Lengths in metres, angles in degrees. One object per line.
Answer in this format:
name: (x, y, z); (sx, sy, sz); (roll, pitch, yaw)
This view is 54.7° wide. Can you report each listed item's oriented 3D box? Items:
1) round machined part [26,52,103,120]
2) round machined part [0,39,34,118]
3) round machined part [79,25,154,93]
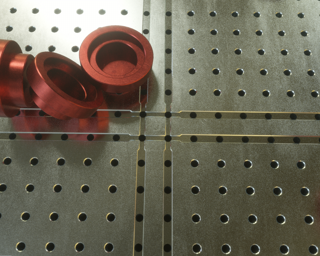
round machined part: (-0.126, -0.048, 0.400); (0.042, 0.099, 0.098); (-43, 73, 23)
round machined part: (-0.186, -0.061, 0.394); (0.042, 0.098, 0.098); (4, 70, -7)
round machined part: (-0.060, -0.091, 0.431); (0.099, 0.042, 0.098); (3, 67, -6)
